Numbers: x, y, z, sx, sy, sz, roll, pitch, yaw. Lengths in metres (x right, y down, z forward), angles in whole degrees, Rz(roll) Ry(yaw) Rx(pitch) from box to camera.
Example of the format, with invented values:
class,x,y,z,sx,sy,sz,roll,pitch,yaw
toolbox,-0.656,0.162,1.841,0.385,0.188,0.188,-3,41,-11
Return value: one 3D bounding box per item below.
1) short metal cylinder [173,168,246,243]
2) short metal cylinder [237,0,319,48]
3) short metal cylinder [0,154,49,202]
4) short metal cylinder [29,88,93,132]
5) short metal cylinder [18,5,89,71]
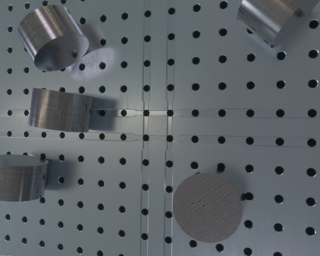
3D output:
class,x,y,z,sx,sy,sz,roll,pitch,yaw
short metal cylinder,0.061,0.091,0.378,0.080,0.050,0.079,0,90,19
short metal cylinder,0.131,-0.135,0.337,0.050,0.080,0.080,46,104,14
short metal cylinder,-0.210,0.072,0.458,0.080,0.080,0.050,9,93,19
short metal cylinder,-0.137,-0.025,0.432,0.080,0.080,0.050,9,93,19
short metal cylinder,-0.149,-0.124,0.436,0.080,0.080,0.050,-35,79,16
